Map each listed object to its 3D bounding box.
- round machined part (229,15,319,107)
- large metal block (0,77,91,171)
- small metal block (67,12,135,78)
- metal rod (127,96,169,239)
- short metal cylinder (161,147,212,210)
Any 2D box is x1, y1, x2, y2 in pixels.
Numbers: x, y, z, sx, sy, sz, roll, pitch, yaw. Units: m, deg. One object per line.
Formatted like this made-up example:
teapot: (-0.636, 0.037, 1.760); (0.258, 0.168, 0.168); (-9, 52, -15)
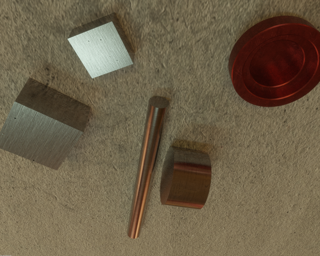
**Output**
round machined part: (0.124, -0.074, 0.335); (0.099, 0.042, 0.097); (-1, 130, 0)
large metal block: (-0.145, -0.003, 0.386); (0.080, 0.050, 0.080); (27, 125, -22)
small metal block: (-0.061, -0.088, 0.332); (0.050, 0.025, 0.050); (-17, 129, 13)
metal rod: (-0.025, 0.080, 0.475); (0.025, 0.025, 0.298); (7, 130, -6)
short metal cylinder: (0.034, 0.070, 0.431); (0.050, 0.080, 0.079); (10, 129, -9)
